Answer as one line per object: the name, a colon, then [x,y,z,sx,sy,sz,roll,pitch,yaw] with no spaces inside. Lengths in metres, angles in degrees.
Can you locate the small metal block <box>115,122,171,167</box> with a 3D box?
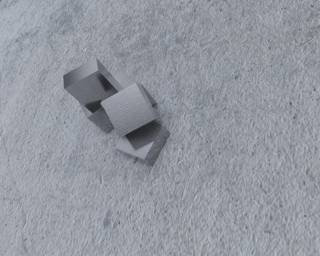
small metal block: [-0.022,0.017,0.405,0.050,0.025,0.050,17,71,34]

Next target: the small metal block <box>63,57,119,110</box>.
small metal block: [-0.089,-0.057,0.405,0.050,0.050,0.025,-26,53,12]

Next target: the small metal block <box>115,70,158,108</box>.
small metal block: [-0.037,-0.048,0.437,0.025,0.050,0.050,-49,52,-6]

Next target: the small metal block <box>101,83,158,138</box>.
small metal block: [-0.037,-0.022,0.389,0.050,0.025,0.050,-28,90,10]

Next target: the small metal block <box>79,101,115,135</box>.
small metal block: [-0.089,-0.025,0.450,0.025,0.050,0.050,-38,51,2]
